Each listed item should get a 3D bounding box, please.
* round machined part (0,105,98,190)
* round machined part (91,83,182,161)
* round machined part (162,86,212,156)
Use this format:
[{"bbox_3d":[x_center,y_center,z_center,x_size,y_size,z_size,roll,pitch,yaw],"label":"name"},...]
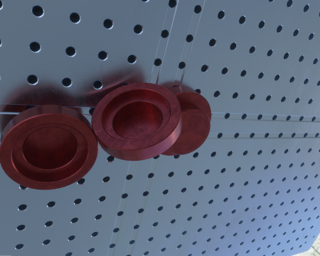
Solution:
[{"bbox_3d":[-0.121,0.017,0.342,0.099,0.042,0.097,-12,124,-17],"label":"round machined part"},{"bbox_3d":[-0.024,-0.003,0.353,0.099,0.098,0.042,-26,143,-13],"label":"round machined part"},{"bbox_3d":[0.028,-0.003,0.416,0.099,0.042,0.097,-14,125,-21],"label":"round machined part"}]
